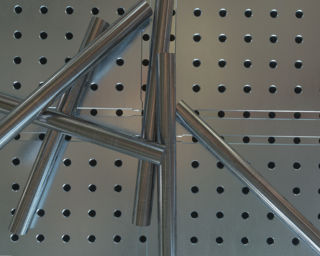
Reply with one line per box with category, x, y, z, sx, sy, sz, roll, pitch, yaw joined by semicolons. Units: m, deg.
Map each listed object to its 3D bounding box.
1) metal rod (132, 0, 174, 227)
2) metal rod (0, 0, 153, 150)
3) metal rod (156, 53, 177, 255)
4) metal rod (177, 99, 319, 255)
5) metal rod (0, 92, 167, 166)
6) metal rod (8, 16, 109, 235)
metal rod;-0.009;-0.021;0.413;0.025;0.025;0.298;6;90;0
metal rod;-0.120;-0.056;0.376;0.025;0.025;0.301;44;75;0
metal rod;0.009;0.056;0.400;0.025;0.025;0.298;-1;95;0
metal rod;0.129;0.074;0.414;0.300;0.025;0.025;44;90;0
metal rod;-0.138;-0.012;0.387;0.301;0.025;0.025;17;90;10
metal rod;-0.133;-0.003;0.412;0.025;0.025;0.299;22;90;0
